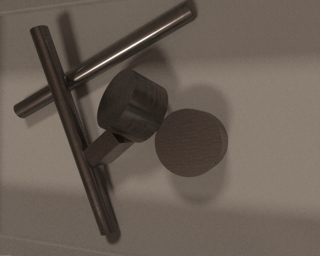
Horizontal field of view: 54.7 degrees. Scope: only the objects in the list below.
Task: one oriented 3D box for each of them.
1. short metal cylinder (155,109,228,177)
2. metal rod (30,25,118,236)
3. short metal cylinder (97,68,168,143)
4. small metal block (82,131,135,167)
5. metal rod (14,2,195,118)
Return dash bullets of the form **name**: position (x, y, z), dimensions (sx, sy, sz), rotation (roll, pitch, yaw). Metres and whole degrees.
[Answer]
- **short metal cylinder**: position (0.040, 0.017, 0.383), dimensions (0.080, 0.050, 0.079), rotation (0, 90, 19)
- **metal rod**: position (-0.120, 0.004, 0.432), dimensions (0.025, 0.025, 0.298), rotation (-19, 91, 19)
- **short metal cylinder**: position (-0.035, -0.027, 0.388), dimensions (0.080, 0.050, 0.080), rotation (-32, 45, 39)
- **small metal block**: position (-0.068, 0.025, 0.420), dimensions (0.050, 0.050, 0.025), rotation (-41, 77, 15)
- **metal rod**: position (-0.090, -0.088, 0.440), dimensions (0.300, 0.025, 0.025), rotation (-26, 82, 17)
